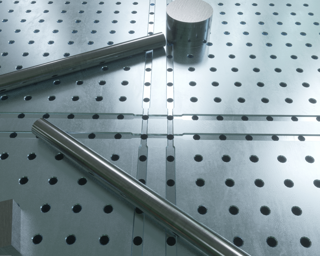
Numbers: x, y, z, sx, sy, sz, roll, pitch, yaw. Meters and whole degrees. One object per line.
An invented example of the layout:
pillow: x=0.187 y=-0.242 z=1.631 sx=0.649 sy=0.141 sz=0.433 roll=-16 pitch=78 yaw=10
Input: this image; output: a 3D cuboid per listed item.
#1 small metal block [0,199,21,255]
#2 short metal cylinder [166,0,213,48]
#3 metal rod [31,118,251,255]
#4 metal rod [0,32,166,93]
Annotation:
small metal block: x=-0.173 y=0.106 z=0.317 sx=0.050 sy=0.025 sz=0.050 roll=-12 pitch=51 yaw=-10
short metal cylinder: x=0.051 y=-0.186 z=0.548 sx=0.080 sy=0.050 sz=0.080 roll=0 pitch=50 yaw=0
metal rod: x=-0.037 y=0.066 z=0.351 sx=0.300 sy=0.025 sz=0.025 roll=29 pitch=56 yaw=22
metal rod: x=-0.131 y=-0.104 z=0.493 sx=0.302 sy=0.025 sz=0.025 roll=-20 pitch=53 yaw=-16
